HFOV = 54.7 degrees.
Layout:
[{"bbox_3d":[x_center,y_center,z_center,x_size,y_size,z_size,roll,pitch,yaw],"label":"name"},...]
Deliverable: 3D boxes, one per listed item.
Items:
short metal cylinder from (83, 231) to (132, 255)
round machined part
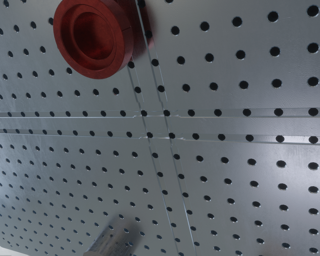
[{"bbox_3d":[-0.102,0.249,0.603,0.080,0.050,0.079,13,124,21],"label":"short metal cylinder"},{"bbox_3d":[-0.074,-0.111,0.370,0.098,0.042,0.097,13,124,21],"label":"round machined part"}]
